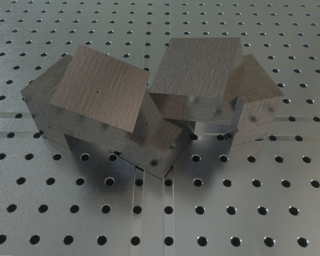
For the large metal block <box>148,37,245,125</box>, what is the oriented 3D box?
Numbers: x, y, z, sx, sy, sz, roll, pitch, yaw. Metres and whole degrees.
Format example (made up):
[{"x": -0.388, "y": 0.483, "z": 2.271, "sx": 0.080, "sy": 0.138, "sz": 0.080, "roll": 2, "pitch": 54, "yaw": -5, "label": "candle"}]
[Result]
[{"x": 0.044, "y": -0.054, "z": 0.347, "sx": 0.080, "sy": 0.050, "sz": 0.080, "roll": 7, "pitch": 62, "yaw": 25, "label": "large metal block"}]

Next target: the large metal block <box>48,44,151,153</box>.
[{"x": -0.064, "y": -0.030, "z": 0.331, "sx": 0.080, "sy": 0.050, "sz": 0.080, "roll": 20, "pitch": 57, "yaw": -10, "label": "large metal block"}]

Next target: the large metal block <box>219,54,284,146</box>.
[{"x": 0.106, "y": -0.036, "z": 0.404, "sx": 0.050, "sy": 0.080, "sz": 0.080, "roll": -13, "pitch": 51, "yaw": -11, "label": "large metal block"}]

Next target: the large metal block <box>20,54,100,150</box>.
[{"x": -0.118, "y": -0.034, "z": 0.398, "sx": 0.050, "sy": 0.080, "sz": 0.080, "roll": 24, "pitch": 54, "yaw": 18, "label": "large metal block"}]

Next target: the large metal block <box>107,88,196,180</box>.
[{"x": -0.010, "y": 0.004, "z": 0.387, "sx": 0.080, "sy": 0.050, "sz": 0.080, "roll": 26, "pitch": 54, "yaw": 19, "label": "large metal block"}]
